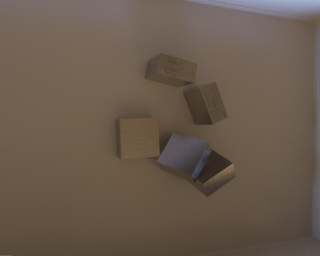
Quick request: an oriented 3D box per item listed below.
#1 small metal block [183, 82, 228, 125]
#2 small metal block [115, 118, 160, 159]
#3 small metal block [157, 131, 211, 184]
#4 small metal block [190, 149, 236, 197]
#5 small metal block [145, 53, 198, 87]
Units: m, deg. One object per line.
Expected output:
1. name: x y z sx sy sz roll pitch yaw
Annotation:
1. small metal block: 0.061 -0.032 0.421 0.025 0.050 0.050 -24 99 -19
2. small metal block: -0.029 0.013 0.401 0.050 0.025 0.050 -3 91 -20
3. small metal block: 0.032 0.037 0.404 0.050 0.050 0.025 -59 151 -23
4. small metal block: 0.065 0.059 0.420 0.050 0.050 0.025 -31 124 -18
5. small metal block: 0.013 -0.074 0.403 0.050 0.050 0.025 11 86 -20
